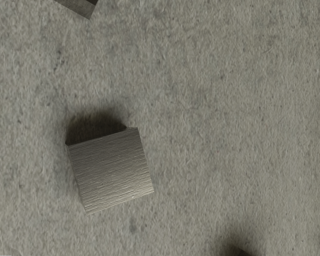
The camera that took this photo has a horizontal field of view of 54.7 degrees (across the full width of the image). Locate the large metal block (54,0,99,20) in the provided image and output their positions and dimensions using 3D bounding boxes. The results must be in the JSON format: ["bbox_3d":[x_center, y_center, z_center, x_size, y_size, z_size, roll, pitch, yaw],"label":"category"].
[{"bbox_3d":[-0.099,-0.188,0.359,0.080,0.050,0.080,25,82,-19],"label":"large metal block"}]

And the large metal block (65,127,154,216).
[{"bbox_3d":[-0.062,0.048,0.374,0.081,0.050,0.080,-16,96,-20],"label":"large metal block"}]

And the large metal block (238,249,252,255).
[{"bbox_3d":[0.137,0.232,0.433,0.050,0.080,0.080,35,79,-17],"label":"large metal block"}]
